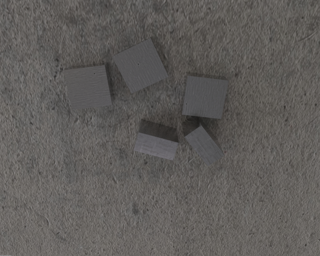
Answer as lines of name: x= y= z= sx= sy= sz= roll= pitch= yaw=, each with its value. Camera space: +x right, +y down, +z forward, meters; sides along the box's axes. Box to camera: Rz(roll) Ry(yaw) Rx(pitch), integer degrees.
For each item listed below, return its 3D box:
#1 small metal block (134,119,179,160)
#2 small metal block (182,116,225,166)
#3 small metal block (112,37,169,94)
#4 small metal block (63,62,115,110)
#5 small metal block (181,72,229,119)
small metal block: x=-0.005 y=0.014 z=0.401 sx=0.050 sy=0.050 sz=0.025 roll=15 pitch=110 yaw=-6
small metal block: x=0.055 y=0.014 z=0.402 sx=0.025 sy=0.050 sz=0.050 roll=-36 pitch=106 yaw=12
small metal block: x=-0.023 y=-0.077 z=0.381 sx=0.050 sy=0.025 sz=0.050 roll=-24 pitch=109 yaw=8
small metal block: x=-0.088 y=-0.053 z=0.389 sx=0.050 sy=0.025 sz=0.050 roll=-7 pitch=110 yaw=2
small metal block: x=0.056 y=-0.042 z=0.395 sx=0.050 sy=0.025 sz=0.050 roll=6 pitch=110 yaw=-3
